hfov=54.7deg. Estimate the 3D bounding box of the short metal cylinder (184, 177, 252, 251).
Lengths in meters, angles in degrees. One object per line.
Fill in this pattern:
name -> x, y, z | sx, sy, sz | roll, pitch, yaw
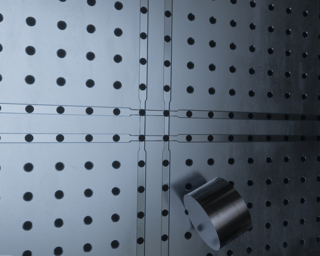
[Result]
short metal cylinder -> 0.075, 0.113, 0.413 | 0.050, 0.080, 0.080 | -25, 99, -18
